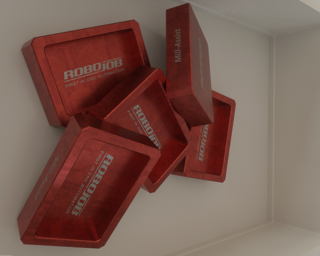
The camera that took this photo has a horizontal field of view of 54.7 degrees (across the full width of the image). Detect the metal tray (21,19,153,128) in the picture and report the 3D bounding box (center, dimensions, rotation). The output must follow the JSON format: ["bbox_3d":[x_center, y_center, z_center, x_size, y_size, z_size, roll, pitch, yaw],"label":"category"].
[{"bbox_3d":[-0.070,-0.063,0.343,0.131,0.030,0.089,-26,107,-37],"label":"metal tray"}]

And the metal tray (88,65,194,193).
[{"bbox_3d":[-0.015,0.004,0.363,0.090,0.030,0.130,-47,133,-22],"label":"metal tray"}]

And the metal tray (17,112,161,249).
[{"bbox_3d":[-0.069,0.058,0.307,0.091,0.030,0.129,22,105,-38],"label":"metal tray"}]

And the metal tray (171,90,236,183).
[{"bbox_3d":[0.066,0.011,0.459,0.091,0.030,0.129,16,80,-39],"label":"metal tray"}]

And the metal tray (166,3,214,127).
[{"bbox_3d":[0.038,-0.077,0.390,0.090,0.030,0.130,44,41,-56],"label":"metal tray"}]
